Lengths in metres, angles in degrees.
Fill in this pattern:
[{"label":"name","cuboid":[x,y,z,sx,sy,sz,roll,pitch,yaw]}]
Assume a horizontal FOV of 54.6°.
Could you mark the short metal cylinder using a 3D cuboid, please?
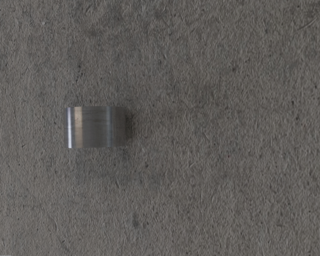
[{"label":"short metal cylinder","cuboid":[-0.085,-0.001,0.410,0.080,0.080,0.050,-2,90,20]}]
